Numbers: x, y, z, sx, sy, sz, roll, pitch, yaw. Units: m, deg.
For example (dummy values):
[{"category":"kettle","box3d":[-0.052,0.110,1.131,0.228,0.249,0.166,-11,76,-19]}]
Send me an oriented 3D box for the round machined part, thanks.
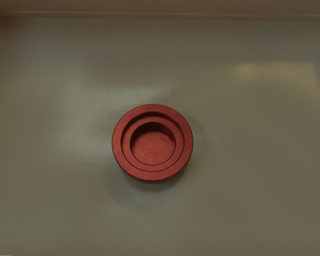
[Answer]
[{"category":"round machined part","box3d":[-0.009,0.022,0.393,0.099,0.042,0.098,0,70,0]}]
